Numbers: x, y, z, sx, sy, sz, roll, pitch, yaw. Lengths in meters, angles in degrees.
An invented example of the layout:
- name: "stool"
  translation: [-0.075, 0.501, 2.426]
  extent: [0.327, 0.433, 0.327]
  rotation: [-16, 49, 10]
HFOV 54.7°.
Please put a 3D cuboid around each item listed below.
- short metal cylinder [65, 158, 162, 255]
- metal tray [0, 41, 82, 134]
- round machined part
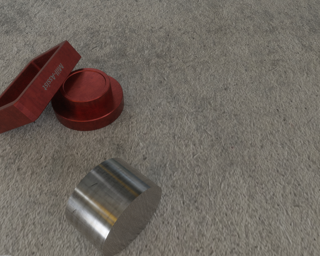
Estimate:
- name: "short metal cylinder"
  translation: [-0.043, 0.076, 0.303]
  extent: [0.050, 0.080, 0.080]
  rotation: [33, 57, 24]
- name: "metal tray"
  translation: [-0.170, -0.056, 0.416]
  extent: [0.090, 0.030, 0.130]
  rotation: [-14, 41, 35]
- name: "round machined part"
  translation: [-0.101, -0.046, 0.430]
  extent: [0.099, 0.042, 0.098]
  rotation: [0, 50, 0]
